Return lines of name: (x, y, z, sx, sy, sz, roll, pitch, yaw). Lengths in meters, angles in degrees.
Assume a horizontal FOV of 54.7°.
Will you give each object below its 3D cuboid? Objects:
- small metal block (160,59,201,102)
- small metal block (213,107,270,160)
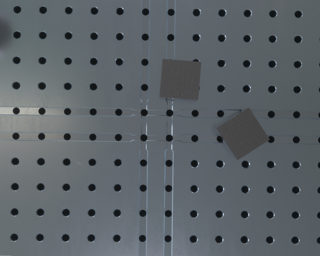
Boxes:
small metal block: (0.026, -0.063, 0.413, 0.050, 0.025, 0.050, 5, 90, 0)
small metal block: (0.108, 0.008, 0.414, 0.050, 0.025, 0.050, -33, 90, 0)
